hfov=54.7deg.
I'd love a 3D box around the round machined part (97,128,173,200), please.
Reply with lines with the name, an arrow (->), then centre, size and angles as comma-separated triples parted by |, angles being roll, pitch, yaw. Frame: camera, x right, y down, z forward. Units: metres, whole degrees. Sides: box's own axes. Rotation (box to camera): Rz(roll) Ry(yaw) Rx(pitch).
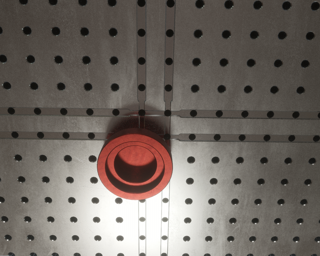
round machined part -> -0.033, 0.045, 0.421 | 0.099, 0.042, 0.097 | 0, 110, -1
